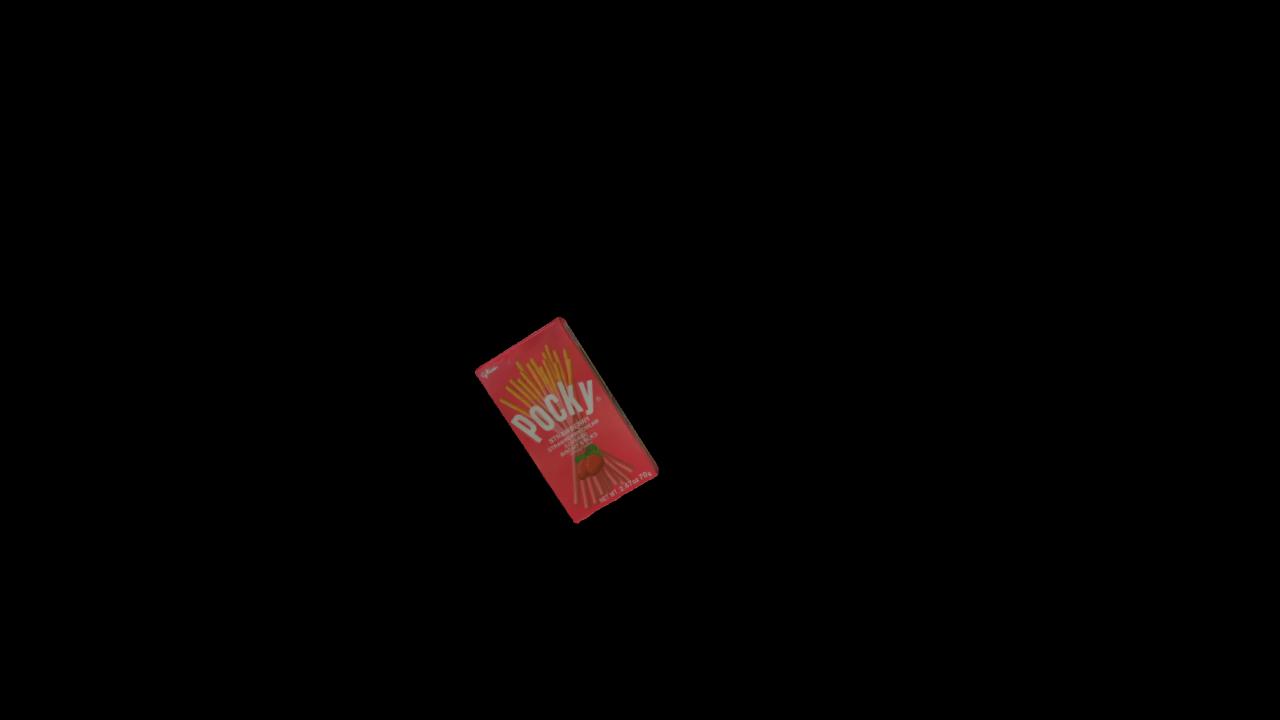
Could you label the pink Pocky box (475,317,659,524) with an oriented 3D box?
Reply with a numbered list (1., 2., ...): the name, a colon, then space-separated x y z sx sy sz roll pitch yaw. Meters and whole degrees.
1. pink Pocky box: -0.059 0.050 0.511 0.084 0.155 0.029 -31 6 5
